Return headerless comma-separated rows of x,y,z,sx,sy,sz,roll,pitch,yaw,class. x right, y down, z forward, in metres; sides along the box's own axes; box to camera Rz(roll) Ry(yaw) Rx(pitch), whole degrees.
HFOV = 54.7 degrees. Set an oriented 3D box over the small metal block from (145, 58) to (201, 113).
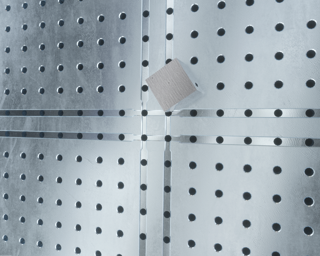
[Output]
0.017,-0.055,0.406,0.050,0.025,0.050,-34,80,16,small metal block
